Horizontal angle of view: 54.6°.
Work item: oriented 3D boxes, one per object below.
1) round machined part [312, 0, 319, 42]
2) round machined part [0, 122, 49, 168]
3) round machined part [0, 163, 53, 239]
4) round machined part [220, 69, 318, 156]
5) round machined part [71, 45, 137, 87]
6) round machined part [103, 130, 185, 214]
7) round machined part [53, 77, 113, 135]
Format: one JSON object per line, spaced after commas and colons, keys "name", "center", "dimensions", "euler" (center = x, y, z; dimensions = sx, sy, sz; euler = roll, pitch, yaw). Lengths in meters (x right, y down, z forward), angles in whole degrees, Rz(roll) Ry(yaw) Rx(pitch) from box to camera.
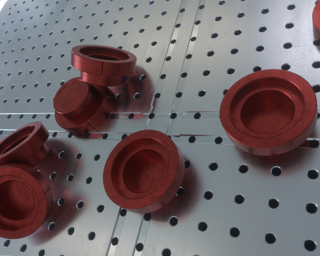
{"name": "round machined part", "center": [0.232, -0.140, 0.362], "dimensions": [0.098, 0.042, 0.098], "euler": [-13, 56, 21]}
{"name": "round machined part", "center": [-0.211, 0.036, 0.472], "dimensions": [0.098, 0.042, 0.098], "euler": [-23, 27, 13]}
{"name": "round machined part", "center": [-0.193, 0.095, 0.420], "dimensions": [0.098, 0.042, 0.097], "euler": [0, 97, 2]}
{"name": "round machined part", "center": [0.120, -0.014, 0.343], "dimensions": [0.098, 0.042, 0.098], "euler": [-13, 56, 21]}
{"name": "round machined part", "center": [-0.087, -0.095, 0.481], "dimensions": [0.098, 0.099, 0.042], "euler": [33, 124, 38]}
{"name": "round machined part", "center": [-0.016, 0.054, 0.373], "dimensions": [0.098, 0.042, 0.098], "euler": [-13, 56, 21]}
{"name": "round machined part", "center": [-0.128, -0.042, 0.492], "dimensions": [0.098, 0.042, 0.098], "euler": [-13, 56, 21]}
